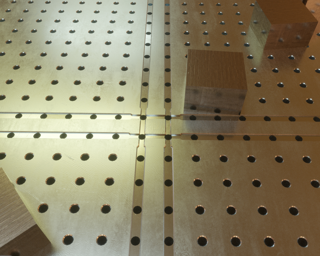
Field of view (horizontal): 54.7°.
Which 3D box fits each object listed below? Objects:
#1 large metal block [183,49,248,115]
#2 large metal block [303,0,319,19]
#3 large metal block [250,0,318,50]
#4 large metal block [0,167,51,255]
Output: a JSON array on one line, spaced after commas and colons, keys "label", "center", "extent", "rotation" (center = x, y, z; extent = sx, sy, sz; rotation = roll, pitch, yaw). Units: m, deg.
[{"label": "large metal block", "center": [0.078, -0.067, 0.449], "extent": [0.080, 0.050, 0.080], "rotation": [4, 50, 3]}, {"label": "large metal block", "center": [0.282, -0.253, 0.608], "extent": [0.081, 0.050, 0.080], "rotation": [-21, 53, -17]}, {"label": "large metal block", "center": [0.216, -0.186, 0.551], "extent": [0.081, 0.050, 0.080], "rotation": [-5, 50, -5]}, {"label": "large metal block", "center": [-0.170, 0.100, 0.305], "extent": [0.080, 0.050, 0.080], "rotation": [-33, 58, -25]}]
